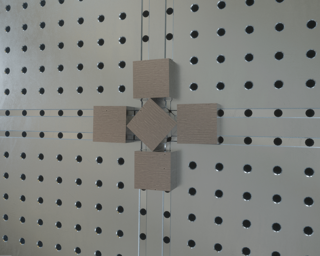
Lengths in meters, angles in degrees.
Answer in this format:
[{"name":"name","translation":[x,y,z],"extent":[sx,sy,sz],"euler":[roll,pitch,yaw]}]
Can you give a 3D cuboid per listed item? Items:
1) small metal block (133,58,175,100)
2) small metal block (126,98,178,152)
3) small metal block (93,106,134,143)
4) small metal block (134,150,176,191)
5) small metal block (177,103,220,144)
[{"name":"small metal block","translation":[-0.008,-0.064,0.414],"extent":[0.050,0.025,0.050],"euler":[-1,90,19]},{"name":"small metal block","translation":[-0.007,-0.005,0.414],"extent":[0.050,0.025,0.050],"euler":[44,103,14]},{"name":"small metal block","translation":[-0.065,-0.005,0.434],"extent":[0.050,0.025,0.050],"euler":[2,91,19]},{"name":"small metal block","translation":[-0.006,0.056,0.414],"extent":[0.050,0.025,0.050],"euler":[0,90,19]},{"name":"small metal block","translation":[0.049,-0.005,0.394],"extent":[0.050,0.025,0.050],"euler":[0,90,19]}]
